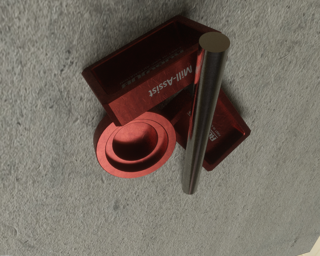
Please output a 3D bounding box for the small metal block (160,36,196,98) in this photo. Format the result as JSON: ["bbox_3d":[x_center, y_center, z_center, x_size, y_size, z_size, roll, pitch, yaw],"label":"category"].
[{"bbox_3d":[0.029,-0.070,0.360,0.025,0.050,0.050,-35,144,-2],"label":"small metal block"}]

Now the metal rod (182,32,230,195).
[{"bbox_3d":[0.046,0.013,0.374,0.025,0.025,0.299,-24,149,-14],"label":"metal rod"}]

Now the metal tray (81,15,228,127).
[{"bbox_3d":[-0.009,-0.065,0.322,0.131,0.090,0.030,-33,129,-8],"label":"metal tray"}]

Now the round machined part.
[{"bbox_3d":[-0.033,0.011,0.383,0.099,0.042,0.097,-11,125,-15],"label":"round machined part"}]

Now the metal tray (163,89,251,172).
[{"bbox_3d":[0.066,-0.003,0.441,0.090,0.030,0.130,-44,130,2],"label":"metal tray"}]
